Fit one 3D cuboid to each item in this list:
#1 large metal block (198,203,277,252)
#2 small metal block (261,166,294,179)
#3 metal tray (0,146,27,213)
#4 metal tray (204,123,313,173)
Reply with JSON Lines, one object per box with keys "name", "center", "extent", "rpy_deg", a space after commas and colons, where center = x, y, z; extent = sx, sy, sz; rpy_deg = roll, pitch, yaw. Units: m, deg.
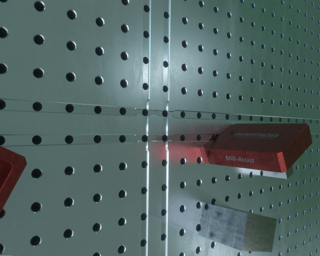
{"name": "large metal block", "center": [0.119, 0.152, 0.476], "extent": [0.080, 0.080, 0.050], "rpy_deg": [21, 77, -39]}
{"name": "small metal block", "center": [0.215, 0.064, 0.577], "extent": [0.025, 0.050, 0.050], "rpy_deg": [-26, 107, -37]}
{"name": "metal tray", "center": [-0.190, 0.038, 0.246], "extent": [0.130, 0.030, 0.090], "rpy_deg": [35, 68, -35]}
{"name": "metal tray", "center": [0.143, 0.025, 0.464], "extent": [0.091, 0.130, 0.030], "rpy_deg": [-31, 110, -36]}
